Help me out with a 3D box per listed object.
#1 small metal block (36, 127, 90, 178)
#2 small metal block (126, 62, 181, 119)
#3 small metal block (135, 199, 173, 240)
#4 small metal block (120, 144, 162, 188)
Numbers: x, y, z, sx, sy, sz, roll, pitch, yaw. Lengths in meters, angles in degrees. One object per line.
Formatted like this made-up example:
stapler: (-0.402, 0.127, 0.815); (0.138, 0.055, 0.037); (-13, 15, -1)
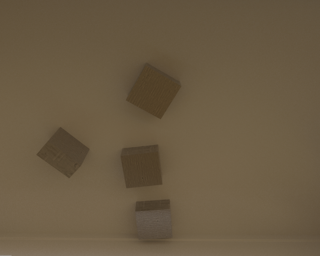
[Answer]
small metal block: (-0.126, 0.031, 0.408); (0.050, 0.050, 0.025); (40, 105, -14)
small metal block: (-0.008, -0.047, 0.394); (0.050, 0.025, 0.050); (29, 107, -10)
small metal block: (-0.008, 0.136, 0.461); (0.050, 0.025, 0.050); (-4, 110, 1)
small metal block: (-0.025, 0.053, 0.431); (0.050, 0.025, 0.050); (-6, 110, 2)
